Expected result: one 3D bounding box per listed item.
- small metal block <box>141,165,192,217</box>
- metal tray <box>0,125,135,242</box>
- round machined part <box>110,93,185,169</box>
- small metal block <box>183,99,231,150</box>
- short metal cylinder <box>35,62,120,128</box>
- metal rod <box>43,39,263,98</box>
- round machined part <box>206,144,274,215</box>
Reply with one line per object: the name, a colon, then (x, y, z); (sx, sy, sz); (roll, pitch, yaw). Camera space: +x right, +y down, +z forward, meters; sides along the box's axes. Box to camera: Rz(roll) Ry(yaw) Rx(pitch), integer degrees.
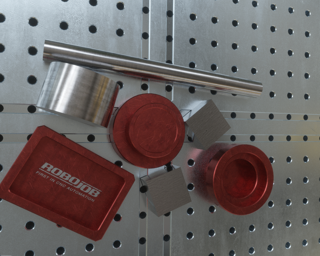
small metal block: (0.008, 0.083, 0.416); (0.050, 0.025, 0.050); (-20, 97, -19)
metal tray: (-0.108, 0.066, 0.370); (0.130, 0.030, 0.090); (32, 80, -17)
round machined part: (-0.012, 0.004, 0.398); (0.099, 0.042, 0.097); (1, 87, -20)
small metal block: (0.063, -0.005, 0.436); (0.050, 0.025, 0.050); (-40, 103, -16)
short metal cylinder: (-0.091, -0.035, 0.349); (0.081, 0.080, 0.050); (19, 84, -19)
metal rod: (0.005, -0.075, 0.414); (0.302, 0.025, 0.025); (7, 88, -20)
round machined part: (0.109, 0.071, 0.444); (0.099, 0.042, 0.097); (0, 90, -20)
